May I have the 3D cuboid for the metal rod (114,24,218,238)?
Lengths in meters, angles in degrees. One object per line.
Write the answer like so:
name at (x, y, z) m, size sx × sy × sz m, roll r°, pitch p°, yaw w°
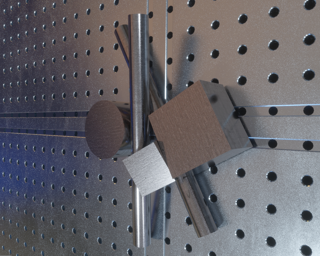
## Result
metal rod at (0.001, -0.009, 0.403) m, size 0.025 × 0.025 × 0.299 m, roll -35°, pitch 69°, yaw 34°

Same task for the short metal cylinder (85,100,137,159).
short metal cylinder at (-0.061, 0.002, 0.439) m, size 0.080 × 0.050 × 0.079 m, roll 0°, pitch 90°, yaw 39°

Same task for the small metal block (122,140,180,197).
small metal block at (-0.009, 0.047, 0.370) m, size 0.050 × 0.025 × 0.050 m, roll -32°, pitch 85°, yaw 27°

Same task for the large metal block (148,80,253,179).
large metal block at (0.044, 0.003, 0.352) m, size 0.080 × 0.050 × 0.080 m, roll -34°, pitch 69°, yaw 35°

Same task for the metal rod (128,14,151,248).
metal rod at (-0.025, 0.011, 0.400) m, size 0.025 × 0.025 × 0.298 m, roll 8°, pitch 103°, yaw 39°
